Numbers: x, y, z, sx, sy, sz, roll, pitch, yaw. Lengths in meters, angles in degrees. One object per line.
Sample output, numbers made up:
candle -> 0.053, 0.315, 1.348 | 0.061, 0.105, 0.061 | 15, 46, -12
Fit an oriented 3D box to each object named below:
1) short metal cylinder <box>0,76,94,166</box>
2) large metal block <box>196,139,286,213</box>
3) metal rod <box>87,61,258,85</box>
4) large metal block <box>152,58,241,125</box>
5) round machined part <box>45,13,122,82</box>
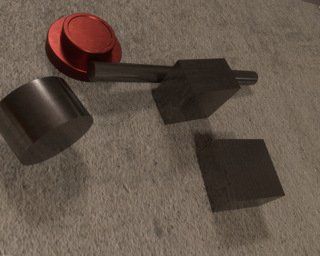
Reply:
short metal cylinder -> -0.115, -0.006, 0.311 | 0.081, 0.080, 0.050 | -31, 80, -38
large metal block -> 0.104, 0.061, 0.409 | 0.081, 0.050, 0.080 | 1, 61, -28
metal rod -> 0.040, -0.079, 0.462 | 0.303, 0.025, 0.025 | -5, 64, -35
large metal block -> 0.048, -0.050, 0.427 | 0.081, 0.080, 0.050 | -10, 67, -33
round machined part -> -0.097, -0.113, 0.410 | 0.099, 0.042, 0.098 | 14, 56, -21
